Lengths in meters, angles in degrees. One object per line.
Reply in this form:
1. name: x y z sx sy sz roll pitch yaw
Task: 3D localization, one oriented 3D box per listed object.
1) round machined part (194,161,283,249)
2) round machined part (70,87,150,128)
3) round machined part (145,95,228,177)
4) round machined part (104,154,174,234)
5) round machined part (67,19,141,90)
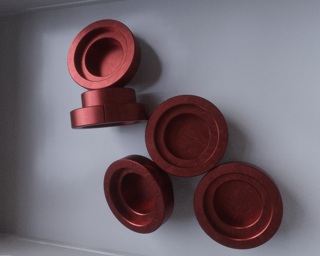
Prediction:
1. round machined part: 0.093 0.088 0.368 0.098 0.042 0.097 1 92 18
2. round machined part: -0.063 -0.025 0.393 0.098 0.098 0.042 -7 88 19
3. round machined part: 0.034 0.011 0.383 0.098 0.042 0.097 -1 83 11
4. round machined part: -0.022 0.080 0.397 0.098 0.042 0.097 11 109 33
5. round machined part: -0.071 -0.092 0.419 0.098 0.042 0.098 -4 77 18
